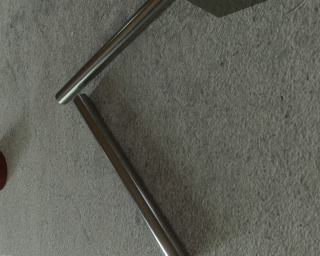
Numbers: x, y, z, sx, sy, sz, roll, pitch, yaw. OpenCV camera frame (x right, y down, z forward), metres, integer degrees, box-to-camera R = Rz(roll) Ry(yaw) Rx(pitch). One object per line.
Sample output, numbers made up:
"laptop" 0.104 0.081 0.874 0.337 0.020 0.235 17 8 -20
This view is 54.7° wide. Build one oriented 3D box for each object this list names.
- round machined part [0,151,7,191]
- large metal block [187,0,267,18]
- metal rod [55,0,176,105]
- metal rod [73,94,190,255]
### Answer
"round machined part" -0.397 0.100 0.717 0.098 0.042 0.097 0 90 39
"large metal block" 0.072 -0.157 0.308 0.080 0.081 0.050 -7 86 39
"metal rod" -0.069 -0.120 0.459 0.299 0.025 0.025 -33 70 34
"metal rod" -0.051 0.061 0.444 0.025 0.025 0.300 -51 61 27
